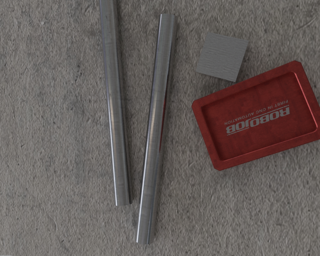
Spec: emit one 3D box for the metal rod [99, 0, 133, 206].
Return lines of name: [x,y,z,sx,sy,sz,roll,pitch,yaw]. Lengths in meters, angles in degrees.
metal rod: [-0.062,-0.044,0.430,0.025,0.025,0.298,-5,88,20]

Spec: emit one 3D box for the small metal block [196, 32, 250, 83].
small metal block: [0.078,-0.085,0.381,0.050,0.025,0.050,19,96,19]

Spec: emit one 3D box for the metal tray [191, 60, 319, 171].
metal tray: [0.114,-0.012,0.365,0.130,0.030,0.090,-21,83,18]

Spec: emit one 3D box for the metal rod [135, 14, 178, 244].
metal rod: [-0.005,0.003,0.410,0.025,0.025,0.298,7,92,20]
